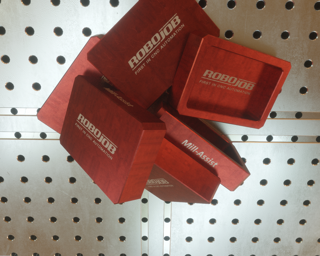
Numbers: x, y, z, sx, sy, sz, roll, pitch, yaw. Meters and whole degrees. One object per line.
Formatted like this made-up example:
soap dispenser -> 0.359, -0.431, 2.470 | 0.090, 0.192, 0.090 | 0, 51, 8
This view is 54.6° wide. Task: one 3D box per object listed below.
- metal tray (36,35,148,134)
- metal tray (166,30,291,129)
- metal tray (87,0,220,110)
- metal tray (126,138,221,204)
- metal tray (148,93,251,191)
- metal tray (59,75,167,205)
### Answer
metal tray -> -0.082, -0.040, 0.395 | 0.090, 0.030, 0.130 | 37, 106, -14
metal tray -> 0.083, -0.052, 0.366 | 0.131, 0.030, 0.089 | 9, 112, -27
metal tray -> -0.007, -0.095, 0.356 | 0.130, 0.030, 0.090 | -46, 108, 0
metal tray -> 0.002, 0.055, 0.383 | 0.090, 0.130, 0.030 | 37, 67, -13
metal tray -> 0.044, 0.013, 0.383 | 0.130, 0.090, 0.030 | 36, 106, -13
metal tray -> -0.058, 0.007, 0.335 | 0.030, 0.130, 0.089 | 0, 117, -46
